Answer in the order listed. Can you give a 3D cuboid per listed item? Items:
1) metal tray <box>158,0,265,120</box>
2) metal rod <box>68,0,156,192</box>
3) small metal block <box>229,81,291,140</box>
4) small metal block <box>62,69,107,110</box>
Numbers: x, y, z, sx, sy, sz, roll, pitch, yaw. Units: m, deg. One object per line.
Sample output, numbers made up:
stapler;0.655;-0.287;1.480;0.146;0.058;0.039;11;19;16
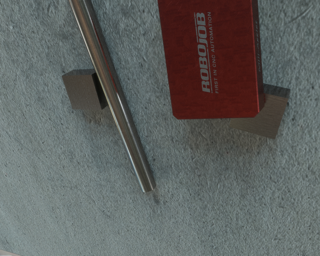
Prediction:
metal tray;0.052;-0.075;0.310;0.090;0.030;0.129;-1;105;28
metal rod;-0.059;-0.041;0.410;0.025;0.025;0.298;-4;117;29
small metal block;0.108;-0.021;0.337;0.050;0.025;0.050;17;125;18
small metal block;-0.100;-0.053;0.425;0.050;0.025;0.050;3;120;26
